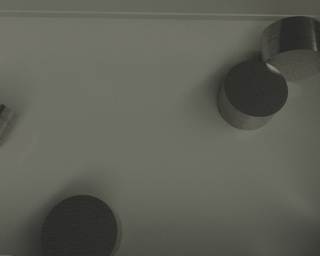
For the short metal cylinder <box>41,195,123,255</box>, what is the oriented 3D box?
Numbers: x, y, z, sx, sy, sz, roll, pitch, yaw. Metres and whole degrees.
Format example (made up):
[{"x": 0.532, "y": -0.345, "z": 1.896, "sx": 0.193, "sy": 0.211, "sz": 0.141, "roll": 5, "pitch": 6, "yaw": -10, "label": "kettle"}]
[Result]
[{"x": -0.085, "y": 0.120, "z": 0.352, "sx": 0.081, "sy": 0.050, "sz": 0.080, "roll": 0, "pitch": 70, "yaw": 0, "label": "short metal cylinder"}]

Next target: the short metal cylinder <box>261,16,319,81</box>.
[{"x": 0.179, "y": -0.105, "z": 0.421, "sx": 0.081, "sy": 0.080, "sz": 0.050, "roll": 4, "pitch": 70, "yaw": 1, "label": "short metal cylinder"}]

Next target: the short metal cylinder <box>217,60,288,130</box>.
[{"x": 0.121, "y": -0.042, "z": 0.413, "sx": 0.081, "sy": 0.050, "sz": 0.080, "roll": 0, "pitch": 70, "yaw": 0, "label": "short metal cylinder"}]

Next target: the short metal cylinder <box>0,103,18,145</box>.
[{"x": -0.228, "y": -0.012, "z": 0.382, "sx": 0.080, "sy": 0.080, "sz": 0.050, "roll": 20, "pitch": 71, "yaw": 7, "label": "short metal cylinder"}]
